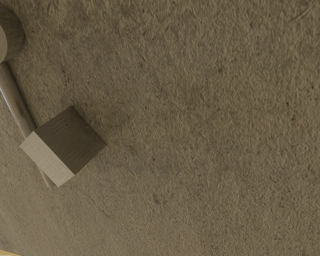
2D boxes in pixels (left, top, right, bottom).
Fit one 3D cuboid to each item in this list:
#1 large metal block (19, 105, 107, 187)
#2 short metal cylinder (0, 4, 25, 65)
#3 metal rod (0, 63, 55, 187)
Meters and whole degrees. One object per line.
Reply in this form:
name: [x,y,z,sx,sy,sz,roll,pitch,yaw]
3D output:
large metal block: [-0.140,0.026,0.459,0.050,0.080,0.080,-35,99,38]
short metal cylinder: [-0.234,-0.125,0.417,0.080,0.050,0.079,1,116,3]
metal rod: [-0.231,-0.030,0.506,0.025,0.025,0.298,0,119,28]
